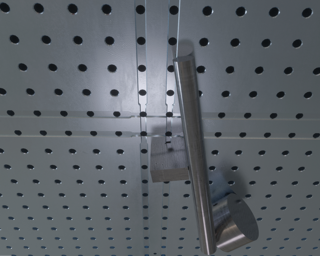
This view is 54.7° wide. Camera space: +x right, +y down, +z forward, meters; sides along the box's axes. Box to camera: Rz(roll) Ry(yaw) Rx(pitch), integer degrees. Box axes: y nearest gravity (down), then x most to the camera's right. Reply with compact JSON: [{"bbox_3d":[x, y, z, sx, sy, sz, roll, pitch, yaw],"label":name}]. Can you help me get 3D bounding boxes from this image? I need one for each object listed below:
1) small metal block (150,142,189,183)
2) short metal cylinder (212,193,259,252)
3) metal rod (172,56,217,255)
[{"bbox_3d":[0.013,0.048,0.436,0.050,0.050,0.025,-6,130,5],"label":"small metal block"},{"bbox_3d":[0.116,0.155,0.509,0.080,0.080,0.050,36,121,-27],"label":"short metal cylinder"},{"bbox_3d":[0.051,0.054,0.412,0.025,0.025,0.298,-8,116,6],"label":"metal rod"}]
